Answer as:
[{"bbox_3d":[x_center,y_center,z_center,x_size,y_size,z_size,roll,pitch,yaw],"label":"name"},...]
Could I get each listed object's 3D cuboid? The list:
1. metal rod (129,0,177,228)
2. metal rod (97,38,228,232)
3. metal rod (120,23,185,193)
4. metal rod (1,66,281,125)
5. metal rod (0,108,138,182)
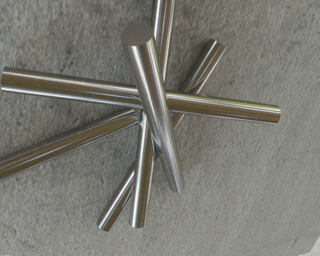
[{"bbox_3d":[-0.012,-0.007,0.376,0.025,0.025,0.298,-4,114,-27],"label":"metal rod"},{"bbox_3d":[-0.004,0.019,0.417,0.025,0.025,0.299,22,107,-37],"label":"metal rod"},{"bbox_3d":[0.005,0.009,0.355,0.025,0.025,0.299,-30,148,-9],"label":"metal rod"},{"bbox_3d":[-0.005,-0.031,0.338,0.302,0.025,0.025,6,116,-16],"label":"metal rod"},{"bbox_3d":[-0.166,0.042,0.342,0.302,0.025,0.025,-23,127,-15],"label":"metal rod"}]
